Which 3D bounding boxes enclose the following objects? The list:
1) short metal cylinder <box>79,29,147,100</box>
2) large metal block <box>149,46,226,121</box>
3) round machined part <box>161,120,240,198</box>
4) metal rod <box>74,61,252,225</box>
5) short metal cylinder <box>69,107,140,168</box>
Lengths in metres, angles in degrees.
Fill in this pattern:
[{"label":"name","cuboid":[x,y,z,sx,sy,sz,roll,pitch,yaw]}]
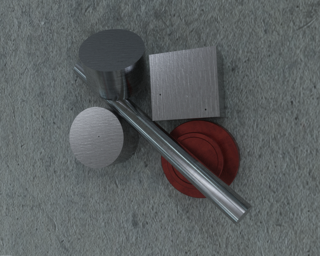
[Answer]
[{"label":"short metal cylinder","cuboid":[-0.058,-0.082,0.397,0.080,0.050,0.080,-1,53,2]},{"label":"large metal block","cuboid":[0.035,-0.050,0.382,0.080,0.050,0.080,-3,89,20]},{"label":"round machined part","cuboid":[0.047,0.039,0.384,0.098,0.042,0.097,0,90,20]},{"label":"metal rod","cuboid":[-0.015,0.000,0.380,0.300,0.025,0.025,41,103,28]},{"label":"short metal cylinder","cuboid":[-0.075,0.012,0.424,0.080,0.050,0.080,0,90,20]}]
